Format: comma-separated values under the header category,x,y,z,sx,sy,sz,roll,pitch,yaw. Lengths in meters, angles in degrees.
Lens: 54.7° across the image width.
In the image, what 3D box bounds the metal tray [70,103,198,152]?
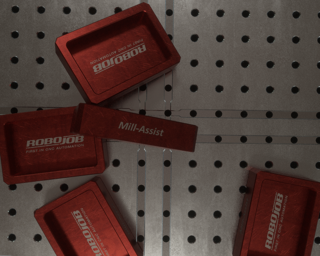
category,x,y,z,sx,sy,sz,roll,pitch,yaw
metal tray,-0.034,0.002,0.361,0.131,0.090,0.030,11,85,-19

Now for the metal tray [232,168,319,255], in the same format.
category,x,y,z,sx,sy,sz,roll,pitch,yaw
metal tray,0.156,0.126,0.413,0.091,0.030,0.129,12,90,-1

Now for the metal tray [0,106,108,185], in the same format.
category,x,y,z,sx,sy,sz,roll,pitch,yaw
metal tray,-0.139,0.021,0.408,0.131,0.030,0.089,-7,90,-1

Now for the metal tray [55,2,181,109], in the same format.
category,x,y,z,sx,sy,sz,roll,pitch,yaw
metal tray,-0.051,-0.092,0.389,0.131,0.030,0.090,-31,90,-20

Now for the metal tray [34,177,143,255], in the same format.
category,x,y,z,sx,sy,sz,roll,pitch,yaw
metal tray,-0.092,0.142,0.409,0.090,0.030,0.130,-29,90,-1
